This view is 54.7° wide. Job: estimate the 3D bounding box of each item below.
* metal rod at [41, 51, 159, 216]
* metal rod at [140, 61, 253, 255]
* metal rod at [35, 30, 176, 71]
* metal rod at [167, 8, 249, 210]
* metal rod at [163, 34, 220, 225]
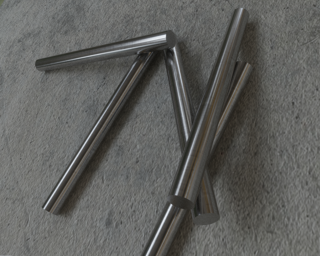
[{"bbox_3d":[-0.076,-0.015,0.453,0.025,0.025,0.300,18,71,35],"label":"metal rod"},{"bbox_3d":[0.039,0.049,0.353,0.025,0.025,0.300,17,70,34],"label":"metal rod"},{"bbox_3d":[-0.108,-0.122,0.515,0.300,0.025,0.025,0,61,35],"label":"metal rod"},{"bbox_3d":[0.067,-0.048,0.356,0.025,0.025,0.300,1,49,28],"label":"metal rod"},{"bbox_3d":[0.028,-0.028,0.382,0.025,0.025,0.300,-21,46,15],"label":"metal rod"}]
